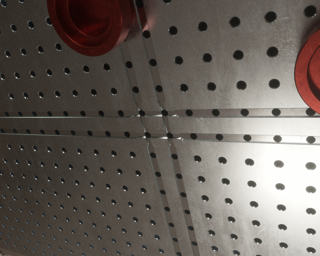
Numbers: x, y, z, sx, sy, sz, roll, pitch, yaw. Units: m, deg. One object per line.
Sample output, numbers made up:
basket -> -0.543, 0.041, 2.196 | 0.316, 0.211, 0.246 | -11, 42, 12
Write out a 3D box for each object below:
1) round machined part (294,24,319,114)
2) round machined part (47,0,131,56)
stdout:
round machined part -> 0.174, -0.057, 0.274 | 0.098, 0.042, 0.097 | 13, 124, 20
round machined part -> -0.076, -0.136, 0.355 | 0.098, 0.042, 0.097 | 13, 124, 20
